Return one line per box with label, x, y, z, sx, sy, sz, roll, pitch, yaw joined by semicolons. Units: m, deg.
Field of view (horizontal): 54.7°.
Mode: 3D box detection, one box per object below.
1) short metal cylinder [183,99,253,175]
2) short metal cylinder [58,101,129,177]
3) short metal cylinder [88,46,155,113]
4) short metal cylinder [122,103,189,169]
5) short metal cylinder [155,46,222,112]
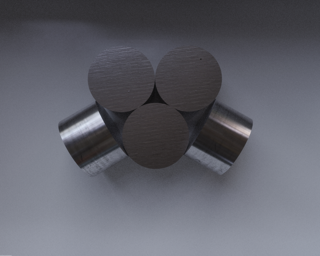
short metal cylinder;0.070;0.011;0.382;0.050;0.080;0.080;30;90;0
short metal cylinder;-0.079;0.013;0.382;0.050;0.080;0.080;-30;90;0
short metal cylinder;-0.046;-0.059;0.397;0.081;0.050;0.080;0;90;0
short metal cylinder;-0.005;0.009;0.397;0.081;0.050;0.080;0;90;0
short metal cylinder;0.034;-0.060;0.397;0.081;0.050;0.080;0;90;0
